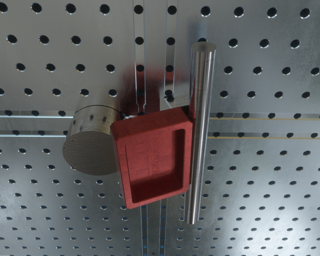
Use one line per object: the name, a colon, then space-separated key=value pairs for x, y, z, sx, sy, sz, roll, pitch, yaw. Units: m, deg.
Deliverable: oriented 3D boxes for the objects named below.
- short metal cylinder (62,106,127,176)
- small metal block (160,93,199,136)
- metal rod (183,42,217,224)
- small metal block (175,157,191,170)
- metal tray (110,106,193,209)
short metal cylinder: x=-0.082 y=0.017 z=0.408 sx=0.081 sy=0.050 sz=0.079 roll=0 pitch=130 yaw=0
small metal block: x=0.031 y=-0.015 z=0.399 sx=0.050 sy=0.025 sz=0.050 roll=-12 pitch=130 yaw=9
metal rod: x=0.047 y=0.032 z=0.406 sx=0.025 sy=0.025 sz=0.298 roll=-1 pitch=130 yaw=0
small metal block: x=0.020 y=0.052 z=0.455 sx=0.050 sy=0.025 sz=0.050 roll=32 pitch=123 yaw=-25
metal tray: x=-0.008 y=0.041 z=0.391 sx=0.091 sy=0.030 sz=0.129 roll=-14 pitch=132 yaw=-14
